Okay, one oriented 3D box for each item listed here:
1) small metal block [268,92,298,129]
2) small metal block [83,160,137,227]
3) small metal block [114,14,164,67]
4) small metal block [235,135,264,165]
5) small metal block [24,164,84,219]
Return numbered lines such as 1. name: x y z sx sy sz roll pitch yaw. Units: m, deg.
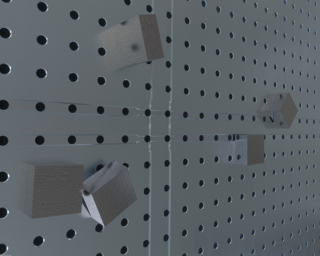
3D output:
1. small metal block: 0.243 -0.034 0.610 0.050 0.025 0.050 51 60 -28
2. small metal block: -0.058 0.074 0.352 0.050 0.025 0.050 -36 128 -34
3. small metal block: -0.025 -0.103 0.370 0.025 0.050 0.050 -19 102 -38
4. small metal block: 0.156 0.037 0.538 0.050 0.025 0.050 0 90 -40
5. small metal block: -0.108 0.062 0.318 0.050 0.025 0.050 4 87 -40
